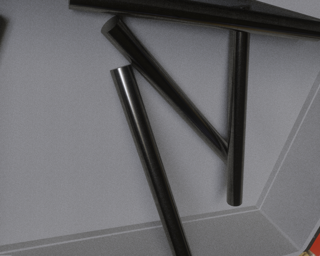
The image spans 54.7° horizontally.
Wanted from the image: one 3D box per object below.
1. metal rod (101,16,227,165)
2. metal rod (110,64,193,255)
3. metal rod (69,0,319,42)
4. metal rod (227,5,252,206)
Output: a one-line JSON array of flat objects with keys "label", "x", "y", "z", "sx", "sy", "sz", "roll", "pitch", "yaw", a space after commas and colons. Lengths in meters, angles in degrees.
[{"label": "metal rod", "x": 0.033, "y": -0.027, "z": 0.412, "sx": 0.025, "sy": 0.025, "sz": 0.300, "roll": -45, "pitch": 130, "yaw": 3}, {"label": "metal rod", "x": -0.001, "y": 0.070, "z": 0.384, "sx": 0.025, "sy": 0.025, "sz": 0.298, "roll": -22, "pitch": 105, "yaw": -16}, {"label": "metal rod", "x": 0.058, "y": -0.123, "z": 0.340, "sx": 0.303, "sy": 0.025, "sz": 0.025, "roll": 0, "pitch": 119, "yaw": -20}, {"label": "metal rod", "x": 0.109, "y": -0.014, "z": 0.439, "sx": 0.025, "sy": 0.025, "sz": 0.298, "roll": -16, "pitch": 118, "yaw": -20}]
